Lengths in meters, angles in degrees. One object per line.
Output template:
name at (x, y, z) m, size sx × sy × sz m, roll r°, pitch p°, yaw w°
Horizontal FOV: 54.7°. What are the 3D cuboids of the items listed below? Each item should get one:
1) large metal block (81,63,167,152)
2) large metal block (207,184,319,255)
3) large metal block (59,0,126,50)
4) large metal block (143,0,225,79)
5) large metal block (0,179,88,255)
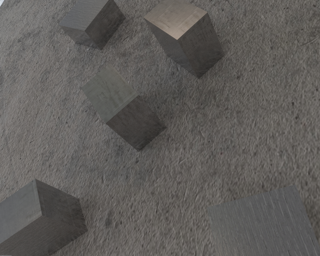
large metal block at (-0.047, -0.026, 0.409) m, size 0.050 × 0.080 × 0.080 m, roll -41°, pitch 51°, yaw 0°
large metal block at (0.095, 0.105, 0.273) m, size 0.080 × 0.050 × 0.080 m, roll -19°, pitch 54°, yaw 16°
large metal block at (-0.126, -0.198, 0.575) m, size 0.080 × 0.050 × 0.080 m, roll 24°, pitch 74°, yaw 36°
large metal block at (0.034, -0.126, 0.428) m, size 0.050 × 0.080 × 0.080 m, roll -43°, pitch 51°, yaw -1°
large metal block at (-0.150, 0.116, 0.376) m, size 0.080 × 0.080 × 0.050 m, roll -35°, pitch 51°, yaw 5°
